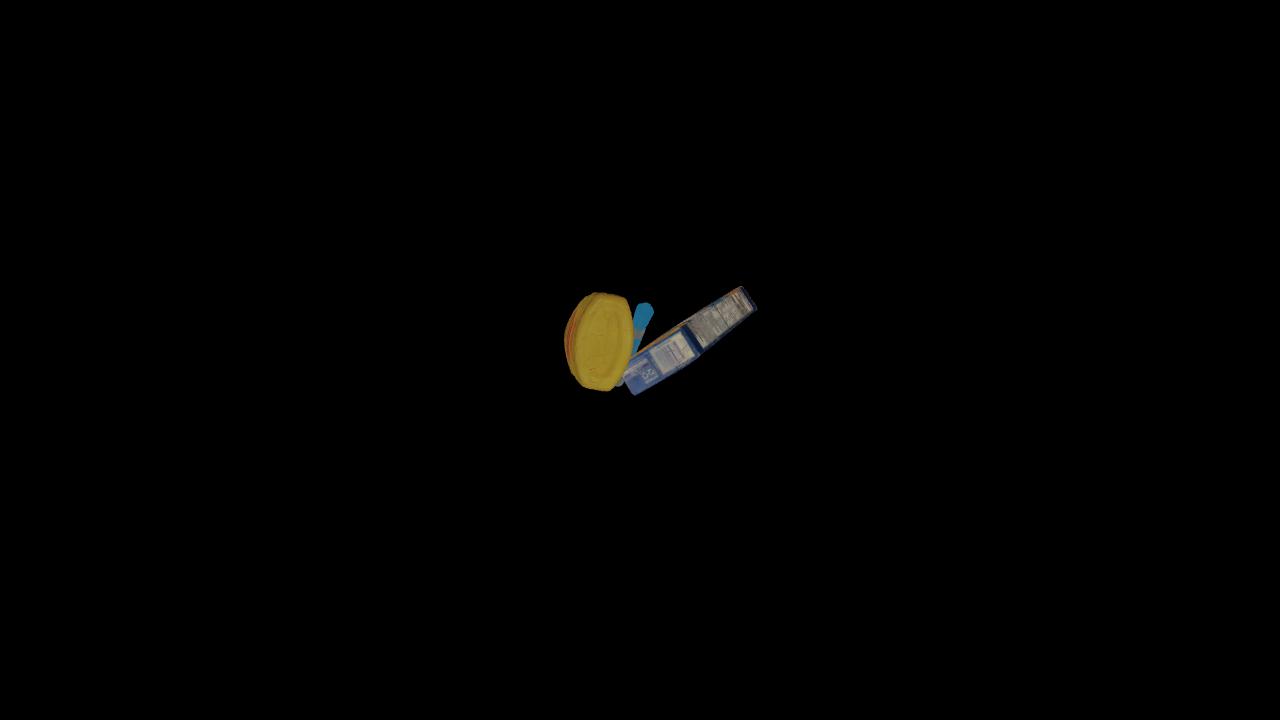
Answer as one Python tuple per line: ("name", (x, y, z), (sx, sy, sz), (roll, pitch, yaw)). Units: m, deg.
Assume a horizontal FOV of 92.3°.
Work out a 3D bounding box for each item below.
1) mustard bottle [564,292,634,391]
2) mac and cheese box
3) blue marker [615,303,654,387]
("mustard bottle", (-0.049, -0.022, 0.639), (0.054, 0.092, 0.184), (3, 4, -12))
("mac and cheese box", (0.058, -0.026, 0.680), (0.093, 0.041, 0.184), (-34, 0, 33))
("blue marker", (-0.010, -0.016, 0.660), (0.020, 0.020, 0.121), (0, -40, -23))
